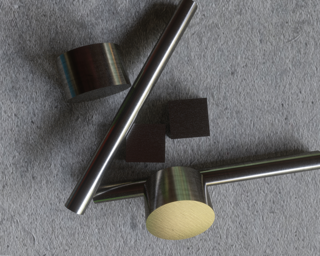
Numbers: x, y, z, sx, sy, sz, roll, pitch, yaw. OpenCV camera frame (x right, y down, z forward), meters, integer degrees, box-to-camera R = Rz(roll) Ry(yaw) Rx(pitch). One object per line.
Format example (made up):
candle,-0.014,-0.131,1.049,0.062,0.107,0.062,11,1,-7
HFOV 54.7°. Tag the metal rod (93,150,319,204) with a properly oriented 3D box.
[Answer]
metal rod,0.063,0.065,0.410,0.302,0.025,0.025,-9,90,0

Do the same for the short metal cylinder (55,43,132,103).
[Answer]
short metal cylinder,-0.081,-0.066,0.382,0.080,0.080,0.050,-16,90,0

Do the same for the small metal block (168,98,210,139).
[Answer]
small metal block,0.037,-0.012,0.410,0.050,0.025,0.050,-5,90,0

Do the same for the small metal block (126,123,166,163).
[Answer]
small metal block,-0.018,0.019,0.410,0.050,0.025,0.050,1,90,0

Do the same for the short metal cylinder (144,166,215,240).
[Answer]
short metal cylinder,0.021,0.092,0.378,0.081,0.050,0.079,-4,130,-4

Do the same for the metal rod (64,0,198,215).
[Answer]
metal rod,-0.032,-0.034,0.389,0.025,0.025,0.299,28,82,0
